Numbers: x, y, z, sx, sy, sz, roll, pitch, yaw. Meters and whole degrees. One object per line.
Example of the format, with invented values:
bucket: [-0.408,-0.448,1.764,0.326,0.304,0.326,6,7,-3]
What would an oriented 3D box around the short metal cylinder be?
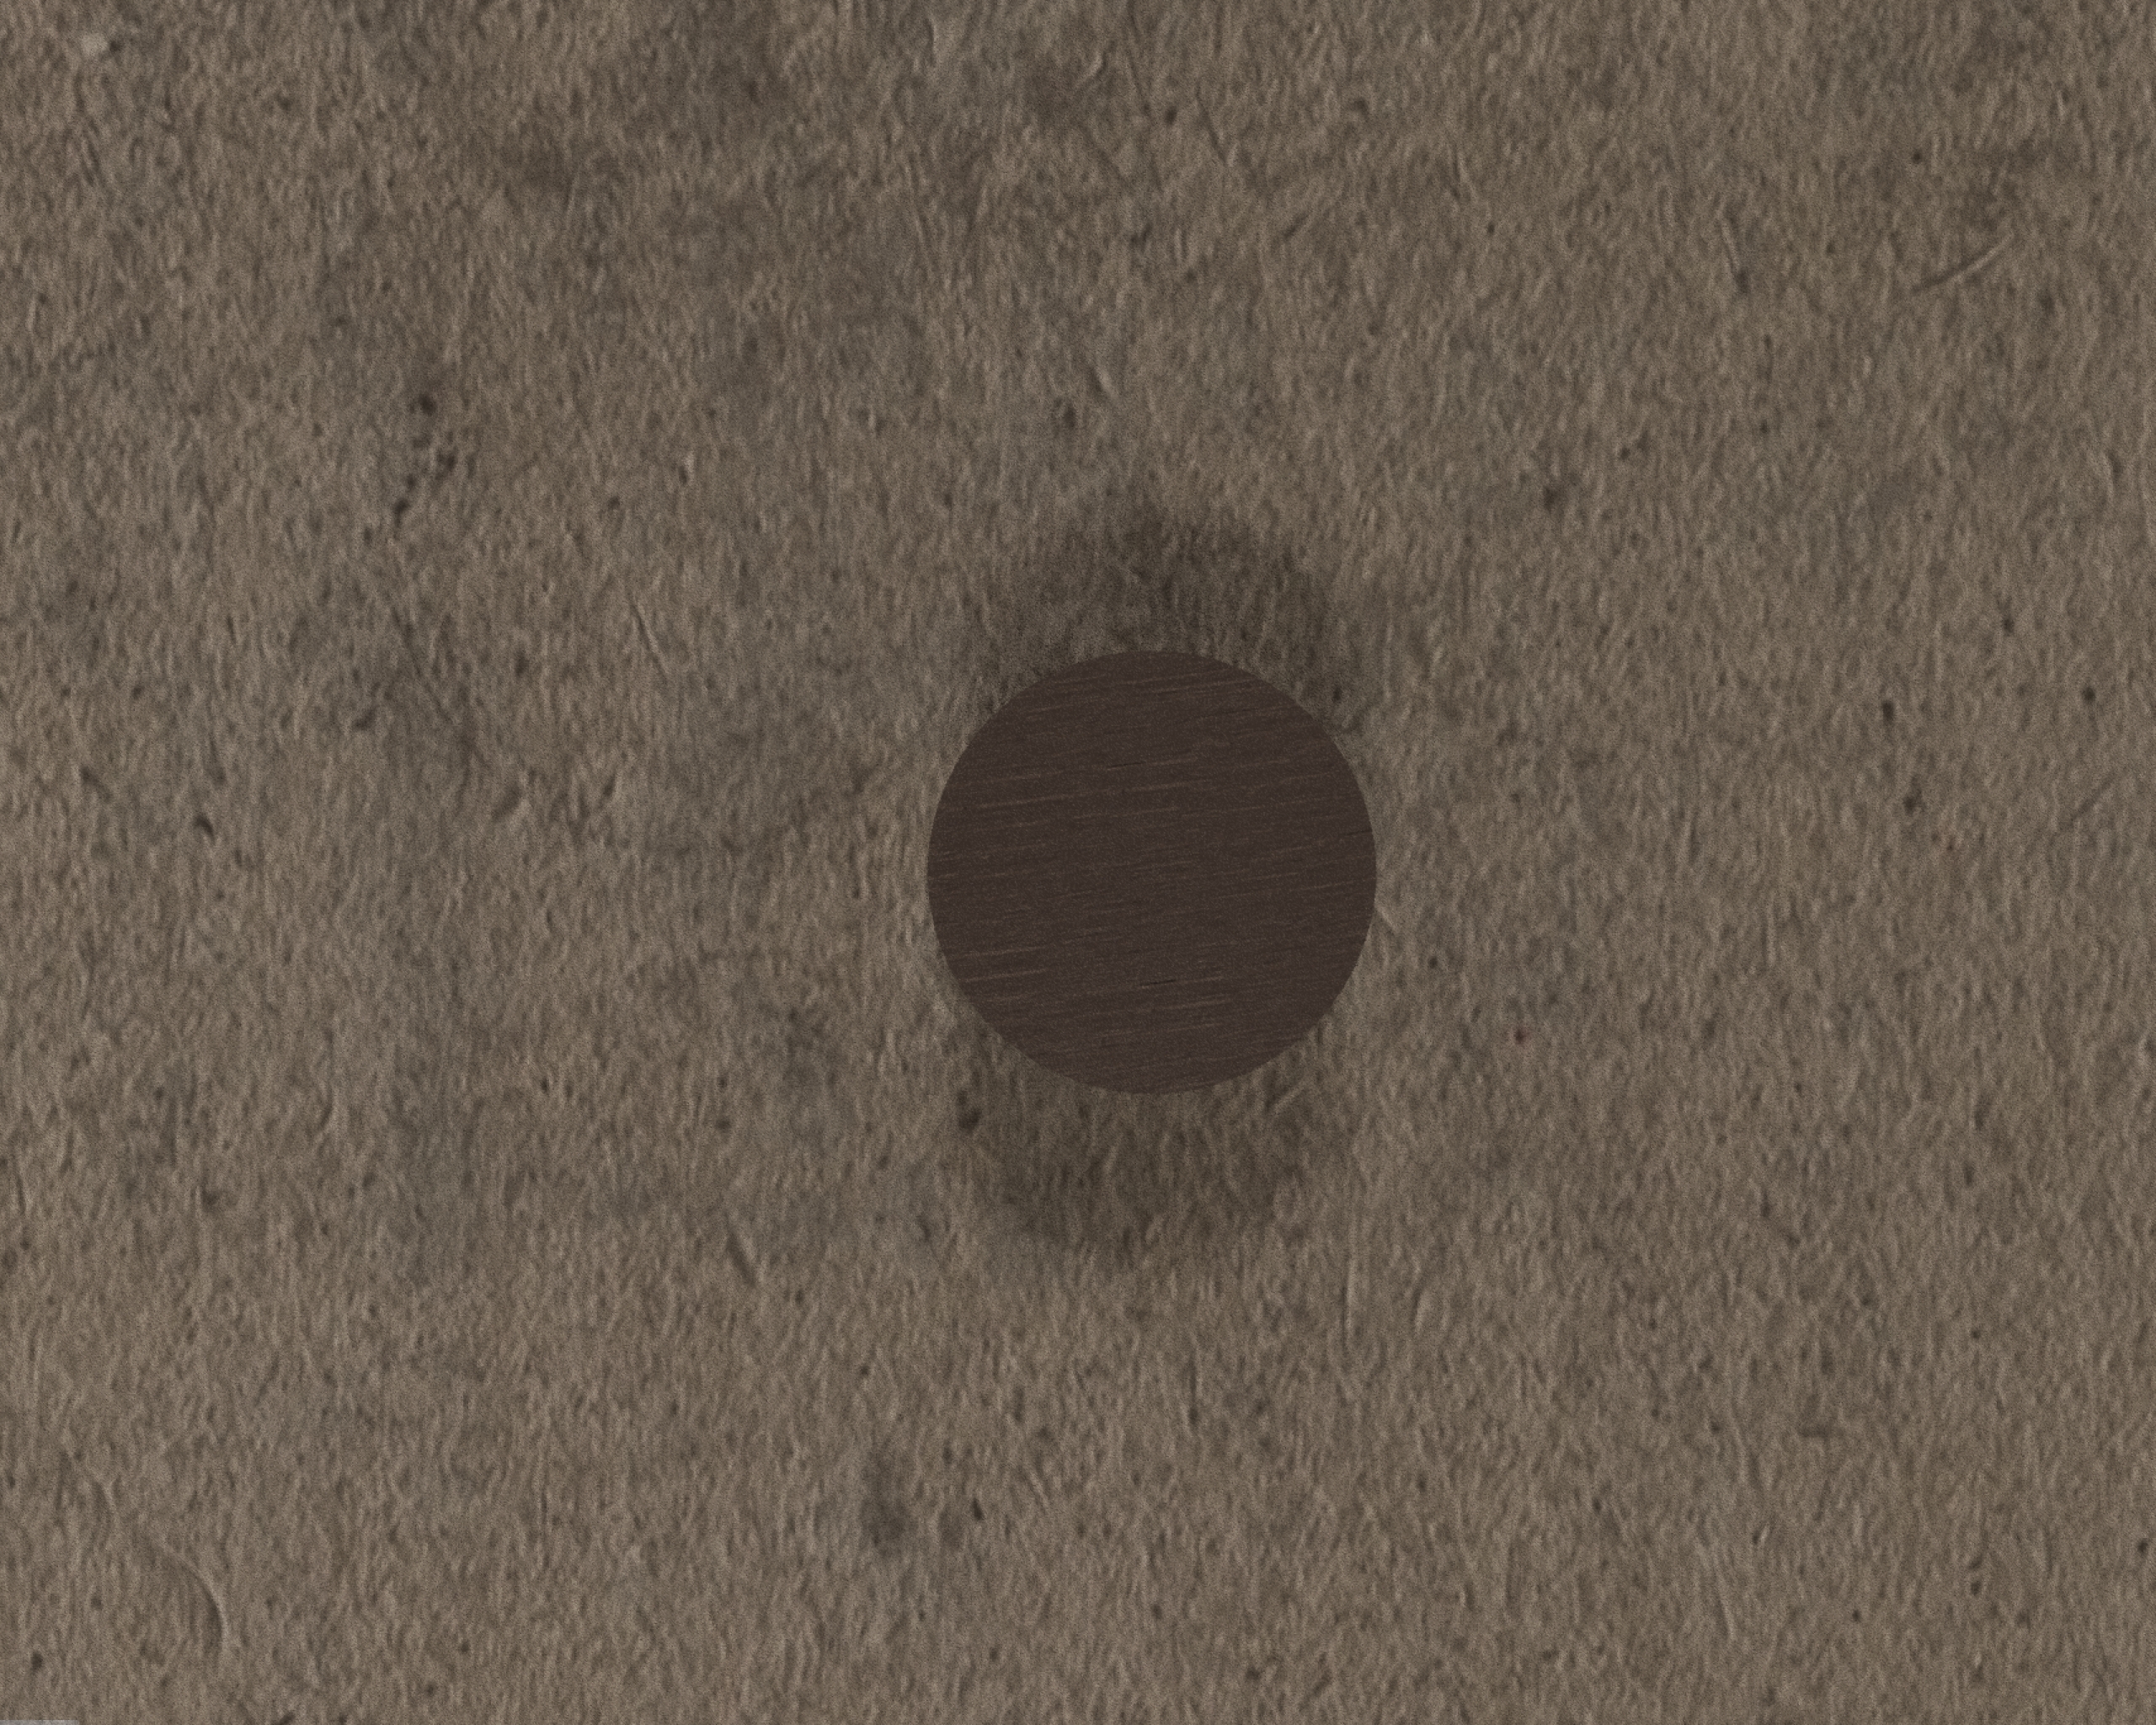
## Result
short metal cylinder: [0.013,0.002,0.399,0.081,0.050,0.079,0,90,-1]
